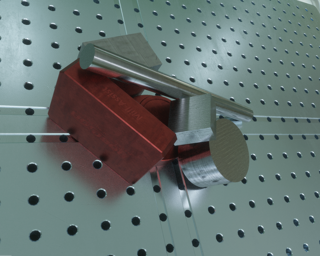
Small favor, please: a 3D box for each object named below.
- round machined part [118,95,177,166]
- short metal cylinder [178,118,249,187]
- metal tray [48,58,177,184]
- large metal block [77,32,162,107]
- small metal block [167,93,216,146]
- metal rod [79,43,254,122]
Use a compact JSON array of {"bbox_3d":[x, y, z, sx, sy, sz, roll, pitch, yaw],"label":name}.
[{"bbox_3d":[-0.005,-0.003,0.401,0.099,0.042,0.098,14,56,-21],"label":"round machined part"},{"bbox_3d":[0.069,0.033,0.396,0.081,0.050,0.080,17,64,-39],"label":"short metal cylinder"},{"bbox_3d":[-0.056,-0.003,0.338,0.130,0.090,0.030,40,51,-2],"label":"metal tray"},{"bbox_3d":[-0.057,-0.066,0.381,0.081,0.080,0.050,-23,75,-37],"label":"large metal block"},{"bbox_3d":[0.038,-0.010,0.364,0.025,0.050,0.050,57,32,-47],"label":"small metal block"},{"bbox_3d":[0.036,-0.044,0.395,0.302,0.025,0.025,12,54,-45],"label":"metal rod"}]
